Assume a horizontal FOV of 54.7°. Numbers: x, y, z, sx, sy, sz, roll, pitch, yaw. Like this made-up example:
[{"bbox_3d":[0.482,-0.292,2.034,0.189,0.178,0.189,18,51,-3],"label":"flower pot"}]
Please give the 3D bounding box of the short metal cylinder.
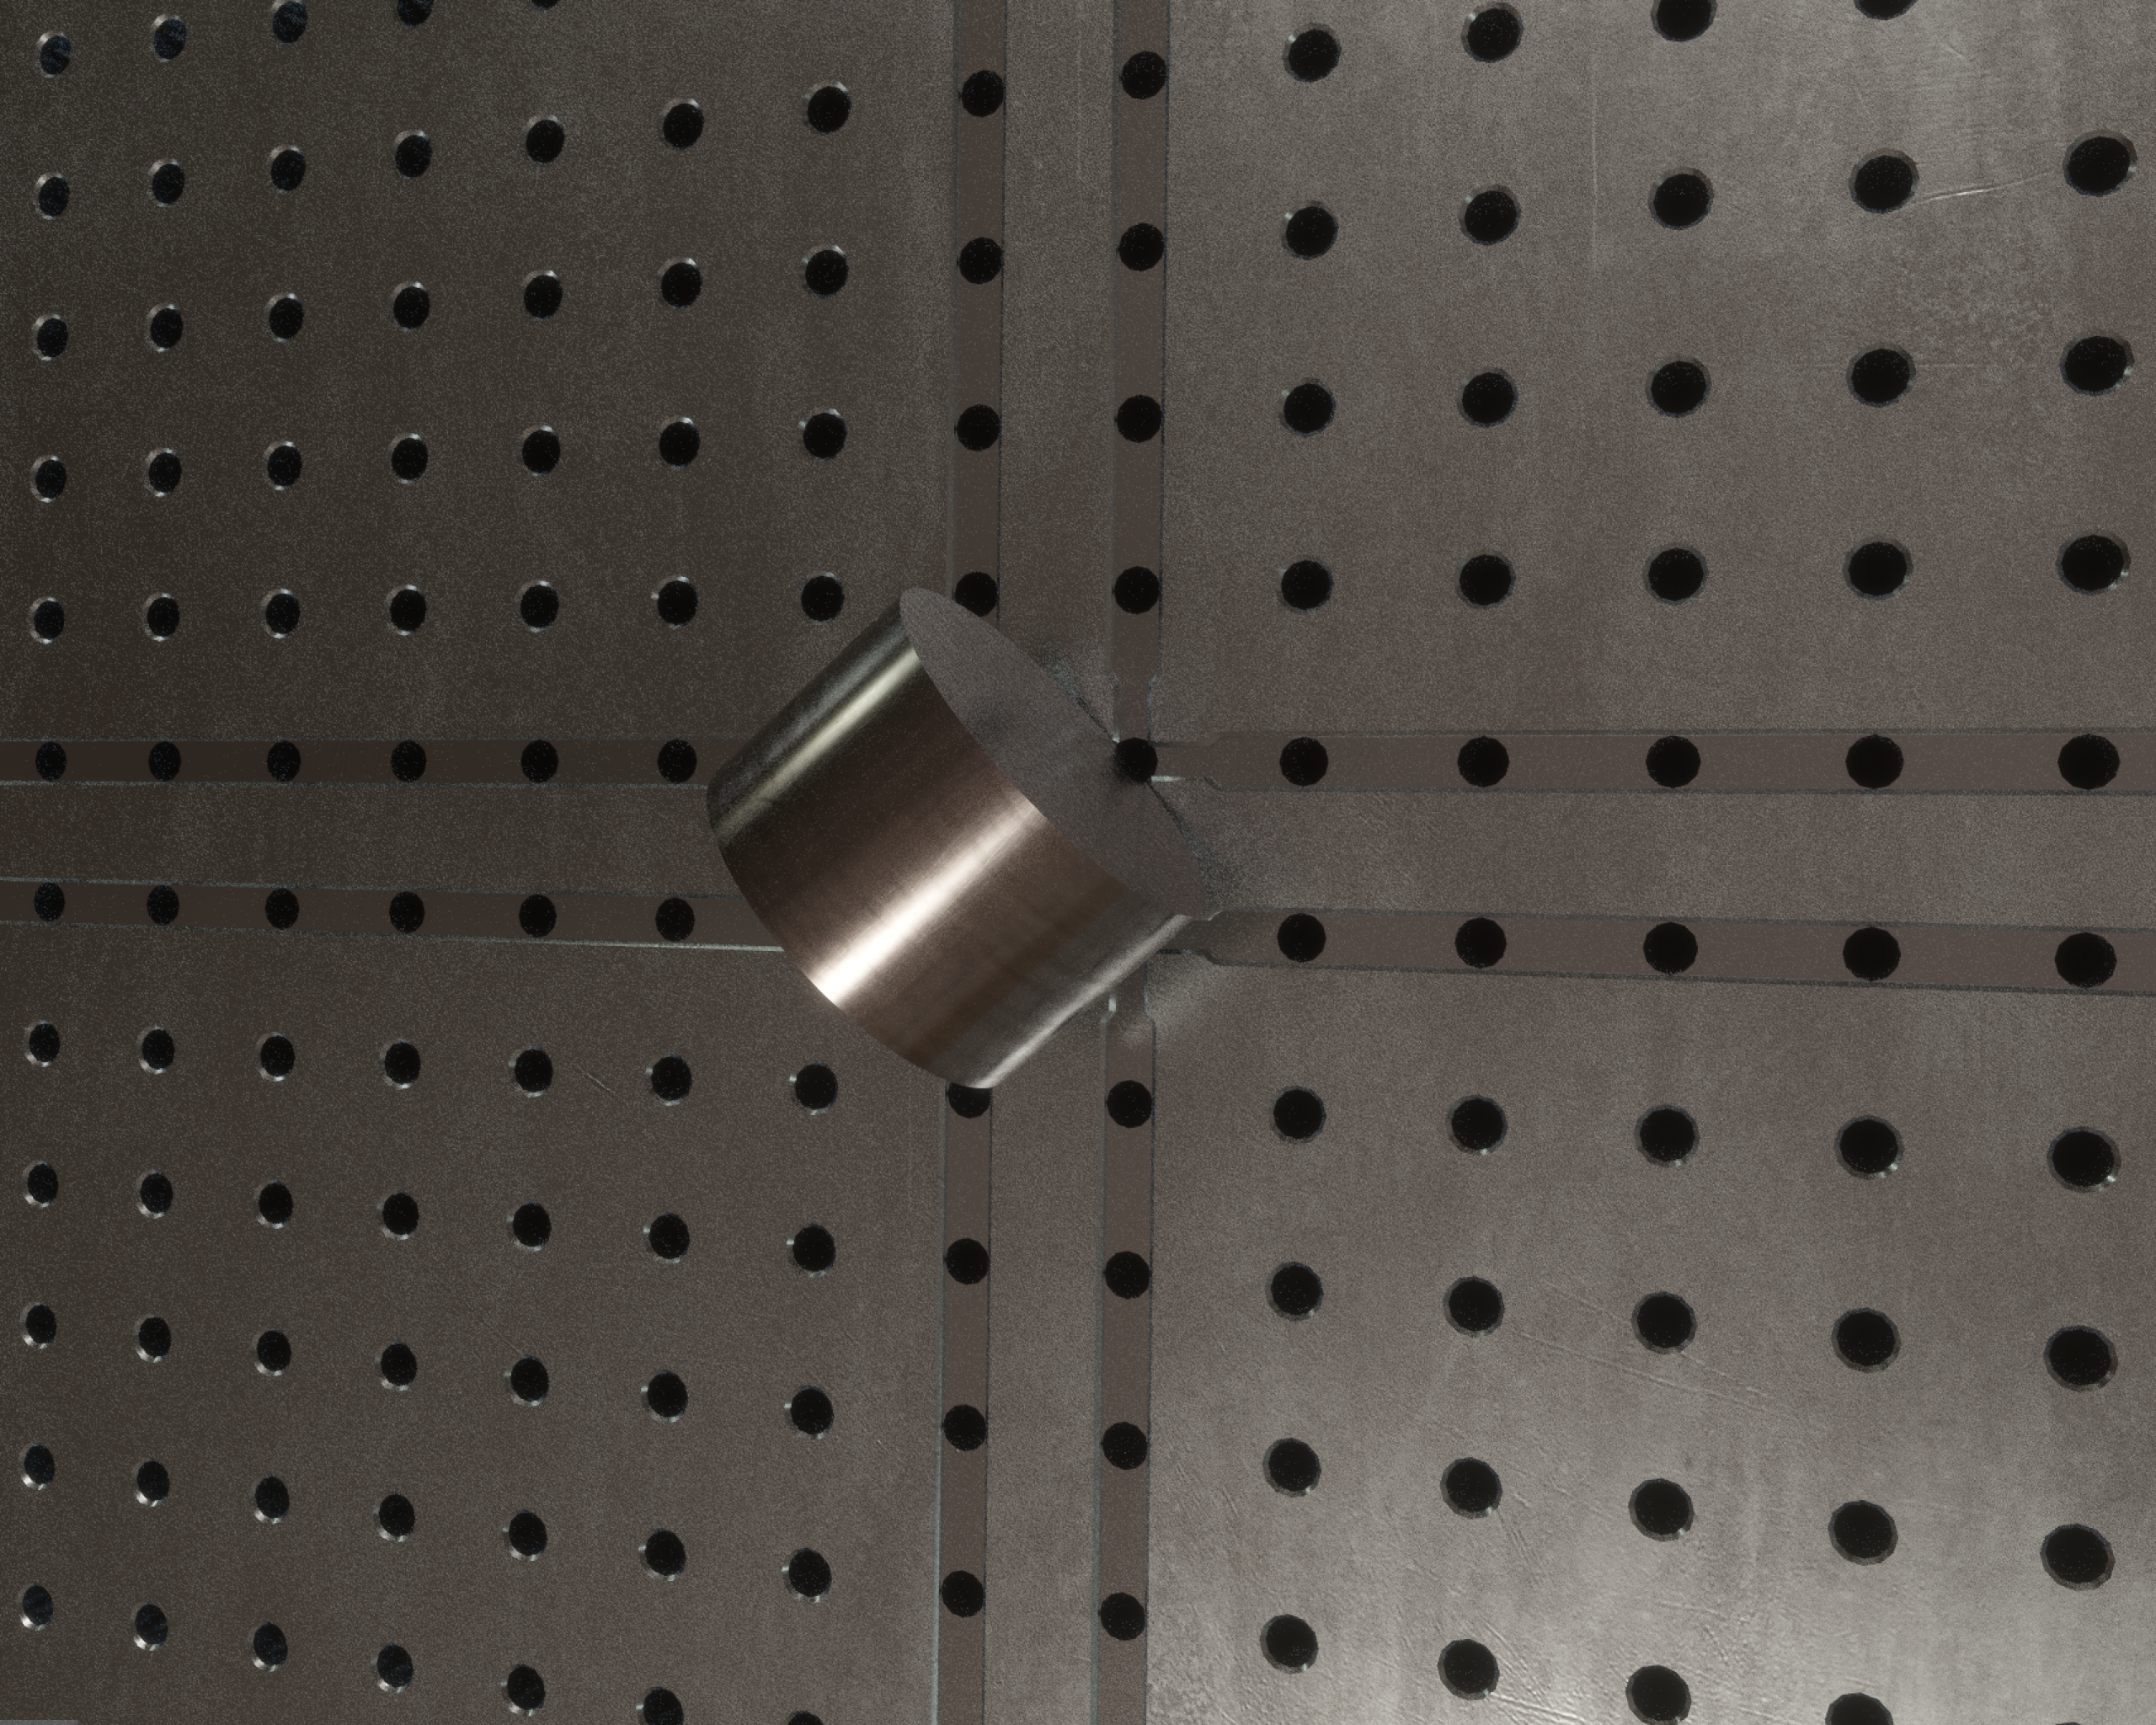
[{"bbox_3d":[-0.022,-0.005,0.389,0.050,0.080,0.080,-42,77,15],"label":"short metal cylinder"}]
